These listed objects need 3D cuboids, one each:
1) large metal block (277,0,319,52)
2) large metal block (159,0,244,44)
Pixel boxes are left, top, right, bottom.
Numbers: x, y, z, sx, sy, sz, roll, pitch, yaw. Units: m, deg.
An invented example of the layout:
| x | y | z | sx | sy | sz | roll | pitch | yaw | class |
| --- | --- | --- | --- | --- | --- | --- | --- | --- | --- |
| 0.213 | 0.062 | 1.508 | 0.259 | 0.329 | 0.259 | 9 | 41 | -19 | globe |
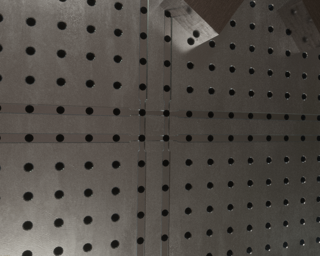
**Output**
| x | y | z | sx | sy | sz | roll | pitch | yaw | class |
| --- | --- | --- | --- | --- | --- | --- | --- | --- | --- |
| 0.249 | -0.181 | 0.493 | 0.080 | 0.050 | 0.080 | -39 | 103 | -16 | large metal block |
| 0.061 | -0.177 | 0.423 | 0.080 | 0.050 | 0.080 | 39 | 77 | -16 | large metal block |
